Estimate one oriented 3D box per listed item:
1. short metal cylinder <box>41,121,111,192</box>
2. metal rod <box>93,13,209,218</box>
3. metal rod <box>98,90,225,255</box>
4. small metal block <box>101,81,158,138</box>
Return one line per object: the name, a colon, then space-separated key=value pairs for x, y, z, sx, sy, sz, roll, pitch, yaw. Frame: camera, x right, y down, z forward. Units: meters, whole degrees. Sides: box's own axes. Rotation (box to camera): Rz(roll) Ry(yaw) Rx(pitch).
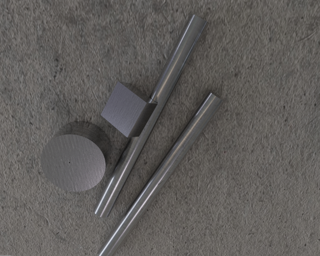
short metal cylinder: x=-0.108 y=0.036 z=0.409 sx=0.081 sy=0.050 sz=0.079 roll=0 pitch=110 yaw=0
metal rod: x=-0.019 y=-0.003 z=0.408 sx=0.025 sy=0.025 sz=0.298 roll=25 pitch=108 yaw=-9
metal rod: x=-0.007 y=0.077 z=0.438 sx=0.025 sy=0.025 sz=0.299 roll=30 pitch=107 yaw=-11
small metal block: x=-0.039 y=-0.023 z=0.388 sx=0.050 sy=0.025 sz=0.050 roll=38 pitch=109 yaw=24
